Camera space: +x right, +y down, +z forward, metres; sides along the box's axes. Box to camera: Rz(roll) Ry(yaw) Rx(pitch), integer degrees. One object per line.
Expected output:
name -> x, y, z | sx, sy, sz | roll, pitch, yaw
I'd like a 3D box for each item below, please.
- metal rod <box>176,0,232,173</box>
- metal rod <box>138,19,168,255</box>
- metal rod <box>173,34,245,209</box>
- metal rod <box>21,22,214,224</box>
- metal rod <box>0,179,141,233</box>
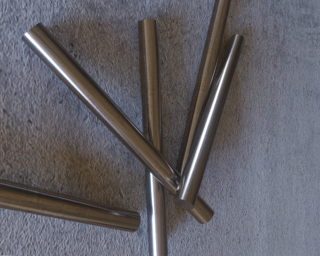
metal rod -> 0.068, -0.074, 0.460 | 0.025, 0.025, 0.299 | 23, 75, -38
metal rod -> -0.009, 0.015, 0.397 | 0.025, 0.025, 0.298 | -5, 93, -40
metal rod -> 0.077, -0.030, 0.430 | 0.025, 0.025, 0.300 | 46, 51, -30
metal rod -> -0.032, 0.011, 0.354 | 0.300, 0.025, 0.025 | 49, 61, -21
metal rod -> -0.140, 0.062, 0.287 | 0.301, 0.025, 0.025 | 26, 74, -37
